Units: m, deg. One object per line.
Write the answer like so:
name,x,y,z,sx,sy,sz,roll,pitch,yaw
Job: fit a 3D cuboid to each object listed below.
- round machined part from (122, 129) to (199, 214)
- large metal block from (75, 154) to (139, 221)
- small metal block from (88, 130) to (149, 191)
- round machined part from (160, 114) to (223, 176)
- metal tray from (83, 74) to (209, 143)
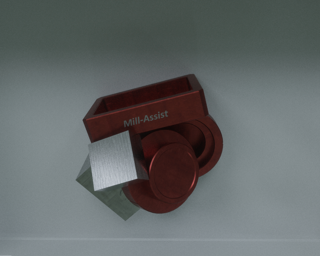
round machined part,0.006,0.050,0.357,0.099,0.042,0.097,1,88,-33
large metal block,-0.052,0.057,0.401,0.050,0.080,0.080,-42,105,14
small metal block,-0.044,0.036,0.324,0.050,0.025,0.050,-19,71,19
round machined part,0.030,0.016,0.408,0.099,0.042,0.097,0,110,-1
metal tray,-0.015,-0.026,0.365,0.131,0.090,0.030,-14,110,4
